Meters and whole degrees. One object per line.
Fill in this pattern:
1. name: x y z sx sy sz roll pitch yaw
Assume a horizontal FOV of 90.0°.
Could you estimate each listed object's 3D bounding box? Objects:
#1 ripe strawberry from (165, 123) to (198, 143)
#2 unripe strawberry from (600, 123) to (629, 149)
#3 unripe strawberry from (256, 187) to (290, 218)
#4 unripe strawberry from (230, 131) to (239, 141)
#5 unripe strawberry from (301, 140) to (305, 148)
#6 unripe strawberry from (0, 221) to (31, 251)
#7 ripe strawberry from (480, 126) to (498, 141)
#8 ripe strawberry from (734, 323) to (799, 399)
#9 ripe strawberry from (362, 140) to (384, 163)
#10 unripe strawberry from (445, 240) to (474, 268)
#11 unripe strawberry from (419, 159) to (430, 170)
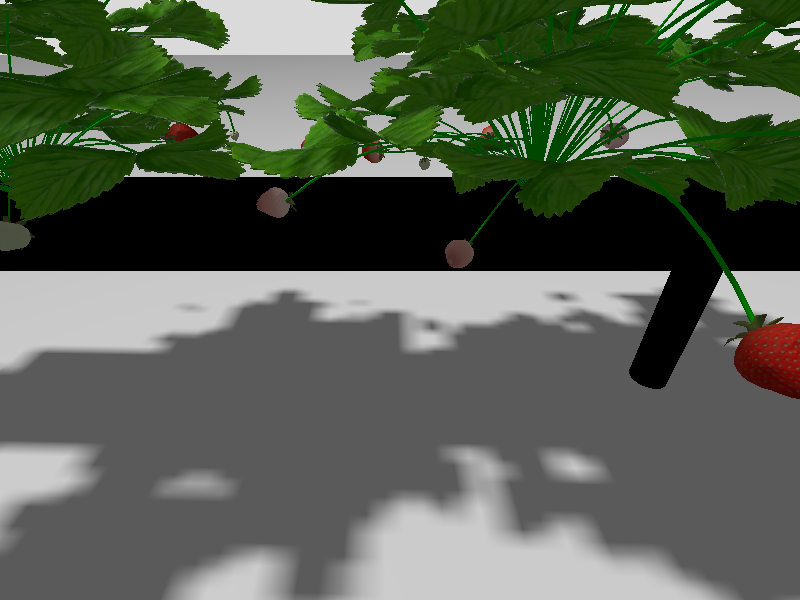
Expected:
1. ripe strawberry: -0.269 -0.203 0.498 0.039 0.033 0.039 11 34 16
2. unripe strawberry: 0.274 -0.208 0.511 0.034 0.031 0.031 24 17 32
3. unripe strawberry: -0.101 -0.077 0.318 0.025 0.024 0.023 -8 34 -8
4. unripe strawberry: -0.212 -0.210 0.513 0.011 0.011 0.010 18 37 26
5. unripe strawberry: -0.099 -0.176 0.462 0.032 0.027 0.032 18 37 26
6. unripe strawberry: -0.261 -0.042 0.266 0.022 0.019 0.022 -20 39 -27
7. ripe strawberry: 0.118 -0.216 0.529 0.025 0.026 0.027 0 33 0
8. ripe strawberry: 0.152 0.025 0.158 0.028 0.029 0.030 -4 43 -7
9. ripe strawberry: -0.033 -0.172 0.461 0.027 0.027 0.025 24 40 33
10. unripe strawberry: 0.035 -0.027 0.246 0.018 0.019 0.019 20 39 27
11. unripe strawberry: 0.025 -0.141 0.418 0.011 0.011 0.011 24 40 32
